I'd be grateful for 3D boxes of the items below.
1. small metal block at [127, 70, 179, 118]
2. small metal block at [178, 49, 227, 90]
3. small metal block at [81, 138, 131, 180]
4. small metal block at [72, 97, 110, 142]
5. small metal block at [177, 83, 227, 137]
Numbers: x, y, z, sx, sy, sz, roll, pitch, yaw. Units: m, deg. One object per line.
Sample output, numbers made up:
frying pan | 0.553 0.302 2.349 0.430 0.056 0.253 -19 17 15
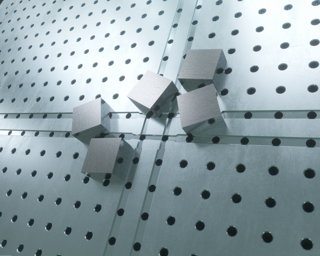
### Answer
small metal block | -0.010 -0.049 0.443 0.050 0.025 0.050 30 78 37
small metal block | 0.059 -0.081 0.426 0.050 0.025 0.050 7 65 31
small metal block | -0.073 0.041 0.419 0.050 0.025 0.050 -2 61 26
small metal block | -0.104 -0.012 0.468 0.050 0.025 0.050 -19 54 16
small metal block | 0.052 -0.022 0.394 0.050 0.025 0.050 -18 55 17
